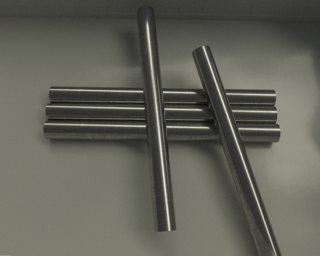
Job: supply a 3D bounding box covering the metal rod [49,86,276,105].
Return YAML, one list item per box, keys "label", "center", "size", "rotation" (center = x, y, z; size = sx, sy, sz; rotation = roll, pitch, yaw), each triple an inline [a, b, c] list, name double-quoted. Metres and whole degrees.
- label: "metal rod"
  center: [0.004, -0.042, 0.424]
  size: [0.302, 0.025, 0.025]
  rotation: [1, 70, 0]

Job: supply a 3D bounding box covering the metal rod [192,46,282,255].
- label: "metal rod"
  center: [0.094, 0.039, 0.374]
  size: [0.025, 0.025, 0.299]
  rotation: [-15, 78, -6]

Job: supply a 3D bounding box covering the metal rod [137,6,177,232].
- label: "metal rod"
  center: [-0.007, -0.026, 0.391]
  size: [0.025, 0.025, 0.299]
  rotation: [-5, 70, -2]

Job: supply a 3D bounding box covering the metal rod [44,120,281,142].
- label: "metal rod"
  center: [0.003, 0.004, 0.407]
  size: [0.302, 0.025, 0.025]
  rotation: [1, 70, 0]

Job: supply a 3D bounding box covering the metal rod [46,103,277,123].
- label: "metal rod"
  center: [0.002, -0.019, 0.415]
  size: [0.302, 0.025, 0.025]
  rotation: [1, 70, 0]
